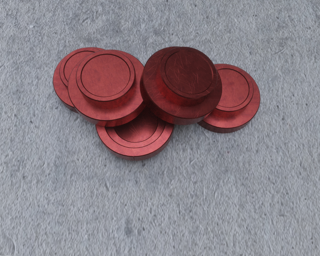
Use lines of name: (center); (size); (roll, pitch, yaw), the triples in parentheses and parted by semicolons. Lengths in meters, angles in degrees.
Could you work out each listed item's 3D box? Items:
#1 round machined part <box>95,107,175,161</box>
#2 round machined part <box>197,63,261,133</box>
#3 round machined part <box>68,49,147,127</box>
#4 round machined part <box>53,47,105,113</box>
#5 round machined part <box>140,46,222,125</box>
round machined part: (-0.031, -0.005, 0.401); (0.099, 0.042, 0.098); (0, 70, -1)
round machined part: (0.087, -0.045, 0.417); (0.099, 0.042, 0.098); (0, 70, -1)
round machined part: (-0.062, -0.054, 0.374); (0.099, 0.042, 0.098); (0, 70, -1)
round machined part: (-0.098, -0.070, 0.424); (0.099, 0.042, 0.098); (0, 70, -1)
round machined part: (0.028, -0.056, 0.366); (0.099, 0.042, 0.098); (5, 68, -13)
